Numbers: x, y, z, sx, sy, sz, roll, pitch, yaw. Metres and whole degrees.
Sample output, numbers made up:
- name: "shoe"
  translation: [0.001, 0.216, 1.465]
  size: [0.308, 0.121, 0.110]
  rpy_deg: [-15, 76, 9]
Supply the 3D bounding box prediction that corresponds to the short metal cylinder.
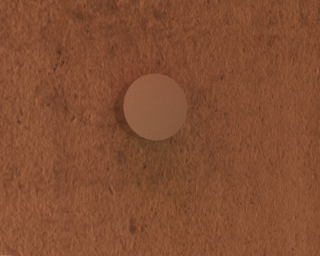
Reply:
- name: "short metal cylinder"
  translation: [-0.013, -0.025, 0.392]
  size: [0.081, 0.050, 0.079]
  rpy_deg: [0, 90, -21]
